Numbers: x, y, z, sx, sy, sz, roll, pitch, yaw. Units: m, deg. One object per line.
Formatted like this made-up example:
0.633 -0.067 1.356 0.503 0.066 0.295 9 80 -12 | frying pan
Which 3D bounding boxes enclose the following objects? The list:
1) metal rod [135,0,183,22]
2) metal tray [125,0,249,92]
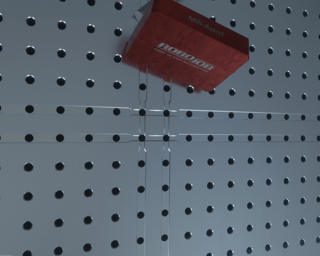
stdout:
0.083 -0.239 0.444 0.301 0.025 0.025 -42 104 -15 | metal rod
0.033 -0.099 0.388 0.131 0.090 0.030 19 60 -20 | metal tray
